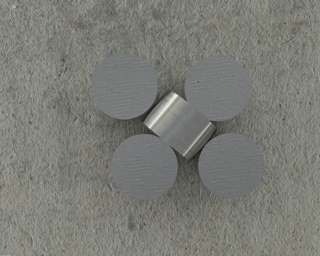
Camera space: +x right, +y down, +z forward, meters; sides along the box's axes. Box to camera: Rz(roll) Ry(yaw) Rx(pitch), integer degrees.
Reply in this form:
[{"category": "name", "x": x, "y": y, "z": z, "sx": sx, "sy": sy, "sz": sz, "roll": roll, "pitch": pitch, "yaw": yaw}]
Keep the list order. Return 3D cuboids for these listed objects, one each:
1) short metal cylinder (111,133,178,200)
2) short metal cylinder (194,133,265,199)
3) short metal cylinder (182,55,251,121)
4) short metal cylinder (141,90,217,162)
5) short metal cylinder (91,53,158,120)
[{"category": "short metal cylinder", "x": -0.019, "y": 0.047, "z": 0.397, "sx": 0.081, "sy": 0.050, "sz": 0.079, "roll": 0, "pitch": 90, "yaw": -1}, {"category": "short metal cylinder", "x": 0.086, "y": 0.045, "z": 0.399, "sx": 0.081, "sy": 0.050, "sz": 0.079, "roll": 0, "pitch": 90, "yaw": -1}, {"category": "short metal cylinder", "x": 0.070, "y": -0.048, "z": 0.398, "sx": 0.081, "sy": 0.050, "sz": 0.079, "roll": 0, "pitch": 90, "yaw": -1}, {"category": "short metal cylinder", "x": 0.023, "y": -0.003, "z": 0.384, "sx": 0.080, "sy": 0.080, "sz": 0.050, "roll": 40, "pitch": 90, "yaw": -1}, {"category": "short metal cylinder", "x": -0.043, "y": -0.050, "z": 0.397, "sx": 0.081, "sy": 0.050, "sz": 0.079, "roll": 0, "pitch": 90, "yaw": -1}]
